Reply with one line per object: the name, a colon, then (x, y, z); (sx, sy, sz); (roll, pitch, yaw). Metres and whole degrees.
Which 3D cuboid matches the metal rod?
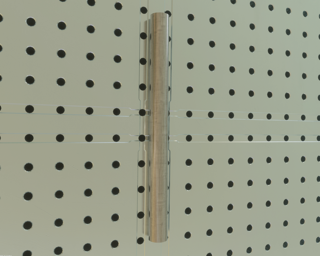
metal rod: (-0.001, -0.001, 0.413); (0.025, 0.025, 0.298); (0, 90, -20)
